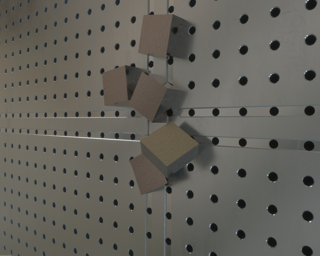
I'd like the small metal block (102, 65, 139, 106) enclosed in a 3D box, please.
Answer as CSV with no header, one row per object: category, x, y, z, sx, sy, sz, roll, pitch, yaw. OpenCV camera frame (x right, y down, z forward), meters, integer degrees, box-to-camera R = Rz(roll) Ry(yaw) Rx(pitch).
small metal block,-0.058,-0.061,0.458,0.050,0.025,0.050,-8,85,40

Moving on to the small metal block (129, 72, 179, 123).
small metal block,-0.009,-0.041,0.418,0.050,0.025,0.050,38,113,33

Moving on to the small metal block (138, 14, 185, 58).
small metal block,0.001,-0.121,0.410,0.050,0.025,0.050,15,100,39

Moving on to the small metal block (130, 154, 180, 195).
small metal block,-0.008,0.057,0.417,0.050,0.025,0.050,-31,71,35

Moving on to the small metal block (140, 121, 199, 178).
small metal block,0.012,0.025,0.381,0.050,0.050,0.025,41,151,32
